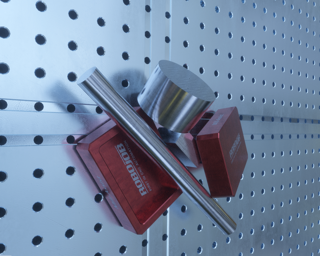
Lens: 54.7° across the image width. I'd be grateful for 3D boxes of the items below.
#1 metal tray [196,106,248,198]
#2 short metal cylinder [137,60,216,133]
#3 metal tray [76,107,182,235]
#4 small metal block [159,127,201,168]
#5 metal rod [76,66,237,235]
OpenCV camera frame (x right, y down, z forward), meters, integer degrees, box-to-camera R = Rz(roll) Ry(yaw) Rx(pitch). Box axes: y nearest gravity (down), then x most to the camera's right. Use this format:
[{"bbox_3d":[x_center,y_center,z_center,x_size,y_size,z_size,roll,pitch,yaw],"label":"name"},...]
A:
[{"bbox_3d":[0.095,0.030,0.448,0.131,0.030,0.089,-40,117,-59],"label":"metal tray"},{"bbox_3d":[0.020,-0.039,0.378,0.081,0.080,0.050,10,125,-40],"label":"short metal cylinder"},{"bbox_3d":[-0.030,0.050,0.376,0.091,0.030,0.129,-39,114,-33],"label":"metal tray"},{"bbox_3d":[0.023,0.025,0.407,0.050,0.050,0.025,48,61,-30],"label":"small metal block"},{"bbox_3d":[0.014,0.046,0.377,0.300,0.025,0.025,49,61,-29],"label":"metal rod"}]
